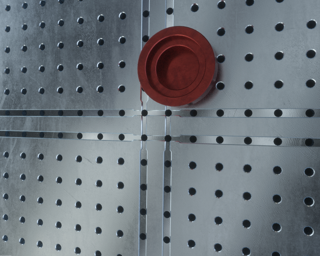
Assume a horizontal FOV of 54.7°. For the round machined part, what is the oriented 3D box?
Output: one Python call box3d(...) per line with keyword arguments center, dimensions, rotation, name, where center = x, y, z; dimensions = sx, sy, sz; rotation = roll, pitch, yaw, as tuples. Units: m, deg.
box3d(center=(0.025, -0.075, 0.394), dimensions=(0.098, 0.042, 0.097), rotation=(0, 90, 19), name="round machined part")
